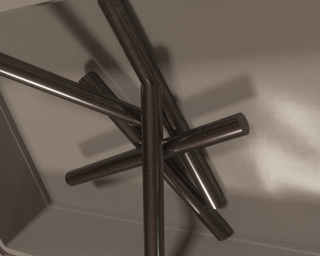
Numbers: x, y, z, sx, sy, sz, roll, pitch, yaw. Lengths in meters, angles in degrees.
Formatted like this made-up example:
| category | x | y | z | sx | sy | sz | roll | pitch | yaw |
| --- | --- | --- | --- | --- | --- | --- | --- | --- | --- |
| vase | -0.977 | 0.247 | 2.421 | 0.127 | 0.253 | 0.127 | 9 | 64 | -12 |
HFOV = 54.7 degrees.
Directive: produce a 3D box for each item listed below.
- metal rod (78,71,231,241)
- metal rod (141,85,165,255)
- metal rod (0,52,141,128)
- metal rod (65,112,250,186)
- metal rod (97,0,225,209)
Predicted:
| category | x | y | z | sx | sy | sz | roll | pitch | yaw |
| --- | --- | --- | --- | --- | --- | --- | --- | --- | --- |
| metal rod | -0.003 | 0.043 | 0.435 | 0.300 | 0.025 | 0.025 | 49 | 128 | -7 |
| metal rod | -0.008 | 0.098 | 0.374 | 0.025 | 0.025 | 0.298 | 3 | 99 | 26 |
| metal rod | -0.149 | -0.060 | 0.360 | 0.302 | 0.025 | 0.025 | 21 | 132 | -21 |
| metal rod | -0.027 | 0.038 | 0.411 | 0.300 | 0.025 | 0.025 | -20 | 108 | 35 |
| metal rod | 0.009 | -0.021 | 0.389 | 0.025 | 0.025 | 0.299 | -17 | 110 | 34 |
